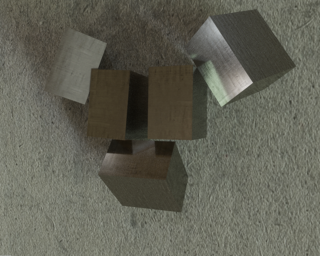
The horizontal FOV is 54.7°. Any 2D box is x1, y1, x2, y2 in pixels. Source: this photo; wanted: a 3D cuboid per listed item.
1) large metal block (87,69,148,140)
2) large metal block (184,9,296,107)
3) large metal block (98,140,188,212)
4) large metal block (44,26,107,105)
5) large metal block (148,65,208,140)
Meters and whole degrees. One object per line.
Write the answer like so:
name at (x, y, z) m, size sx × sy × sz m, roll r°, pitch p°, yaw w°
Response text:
large metal block at (-0.047, -0.028, 0.397) m, size 0.050 × 0.080 × 0.079 m, roll 5°, pitch 92°, yaw 19°
large metal block at (0.088, -0.079, 0.343) m, size 0.080 × 0.081 × 0.050 m, roll 61°, pitch 144°, yaw 10°
large metal block at (-0.016, 0.059, 0.379) m, size 0.080 × 0.080 × 0.050 m, roll 1°, pitch 51°, yaw 20°
large metal block at (-0.111, -0.083, 0.409) m, size 0.050 × 0.080 × 0.080 m, roll 19°, pitch 98°, yaw -18°
large metal block at (0.024, -0.027, 0.372) m, size 0.050 × 0.080 × 0.079 m, roll 1°, pitch 90°, yaw 20°
